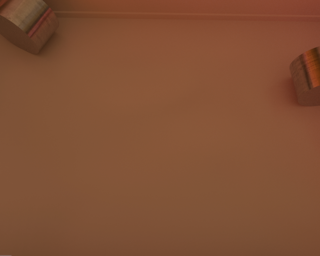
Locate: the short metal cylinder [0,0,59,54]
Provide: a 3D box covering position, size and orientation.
[{"bbox_3d":[-0.191,-0.150,0.433,0.080,0.080,0.050,26,72,9],"label":"short metal cylinder"}]

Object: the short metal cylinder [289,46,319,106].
[{"bbox_3d":[0.219,-0.068,0.408,0.081,0.080,0.050,-5,70,-2],"label":"short metal cylinder"}]
